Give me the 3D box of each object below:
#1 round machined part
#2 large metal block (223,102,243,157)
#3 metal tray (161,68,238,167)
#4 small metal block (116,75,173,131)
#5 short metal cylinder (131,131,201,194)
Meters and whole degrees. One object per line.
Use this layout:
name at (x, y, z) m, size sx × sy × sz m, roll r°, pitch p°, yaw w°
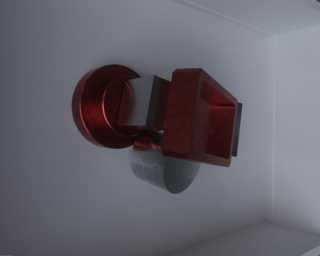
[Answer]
round machined part at (-0.046, -0.025, 0.356) m, size 0.099 × 0.042 × 0.097 m, roll 0°, pitch 90°, yaw -40°
large metal block at (0.071, -0.004, 0.448) m, size 0.081 × 0.050 × 0.080 m, roll 13°, pitch 82°, yaw -40°
metal tray at (0.052, -0.005, 0.355) m, size 0.131 × 0.030 × 0.090 m, roll 19°, pitch 77°, yaw -58°
small metal block at (-0.016, -0.024, 0.321) m, size 0.025 × 0.050 × 0.050 m, roll 16°, pitch 80°, yaw -39°
short metal cylinder at (0.010, 0.035, 0.384) m, size 0.081 × 0.050 × 0.079 m, roll -23°, pitch 121°, yaw -46°
